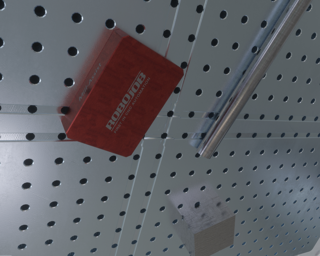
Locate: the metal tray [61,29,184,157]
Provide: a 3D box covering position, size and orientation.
[{"bbox_3d":[-0.043,-0.035,0.363,0.090,0.030,0.129,24,105,-37],"label":"metal tray"}]

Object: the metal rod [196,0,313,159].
[{"bbox_3d":[0.138,-0.085,0.433,0.025,0.025,0.298,19,108,-36],"label":"metal rod"}]

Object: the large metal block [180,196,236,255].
[{"bbox_3d":[0.084,0.180,0.553,0.081,0.050,0.079,-18,126,-18],"label":"large metal block"}]
